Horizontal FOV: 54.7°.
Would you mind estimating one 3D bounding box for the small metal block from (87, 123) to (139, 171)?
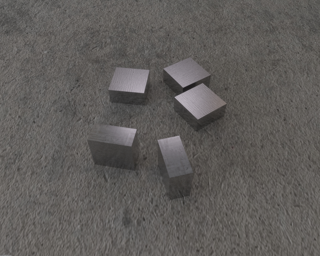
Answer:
[{"bbox_3d":[-0.053,0.023,0.367,0.050,0.050,0.025,8,51,7],"label":"small metal block"}]

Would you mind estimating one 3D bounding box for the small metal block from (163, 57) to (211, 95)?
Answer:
[{"bbox_3d":[0.040,-0.075,0.466,0.050,0.025,0.050,-27,55,-21],"label":"small metal block"}]

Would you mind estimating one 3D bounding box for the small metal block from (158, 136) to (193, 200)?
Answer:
[{"bbox_3d":[0.016,0.045,0.349,0.025,0.050,0.050,-11,51,-9],"label":"small metal block"}]

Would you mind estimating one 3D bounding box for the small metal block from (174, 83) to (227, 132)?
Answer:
[{"bbox_3d":[0.055,-0.029,0.428,0.050,0.025,0.050,-28,56,-22],"label":"small metal block"}]

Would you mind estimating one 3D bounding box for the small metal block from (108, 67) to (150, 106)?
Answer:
[{"bbox_3d":[-0.044,-0.062,0.455,0.050,0.025,0.050,6,50,5],"label":"small metal block"}]
